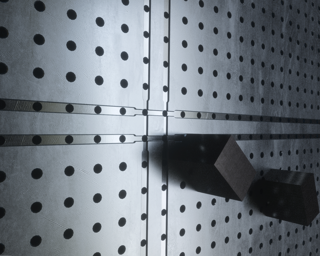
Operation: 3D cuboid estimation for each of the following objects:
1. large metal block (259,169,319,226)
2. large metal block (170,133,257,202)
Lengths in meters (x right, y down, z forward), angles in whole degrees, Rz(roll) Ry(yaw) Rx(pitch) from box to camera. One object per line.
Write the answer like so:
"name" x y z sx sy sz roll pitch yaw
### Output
"large metal block" 0.242 0.127 0.581 0.050 0.080 0.080 -24 106 -38
"large metal block" 0.076 0.054 0.440 0.080 0.080 0.050 51 60 -28
